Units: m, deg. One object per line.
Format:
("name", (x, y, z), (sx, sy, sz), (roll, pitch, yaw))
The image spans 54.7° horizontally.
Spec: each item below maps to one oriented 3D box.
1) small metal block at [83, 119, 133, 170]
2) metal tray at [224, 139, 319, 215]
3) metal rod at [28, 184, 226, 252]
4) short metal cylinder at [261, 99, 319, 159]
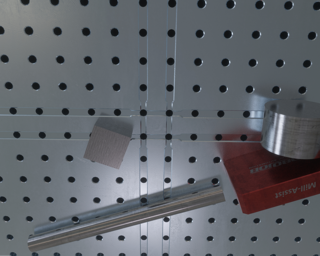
("small metal block", (-0.070, 0.022, 0.421), (0.050, 0.025, 0.050), (20, 109, -8))
("metal tray", (0.157, 0.057, 0.401), (0.131, 0.090, 0.030), (-18, 109, 6))
("metal rod", (-0.053, 0.136, 0.463), (0.301, 0.025, 0.025), (-16, 109, 5))
("short metal cylinder", (0.169, -0.001, 0.385), (0.081, 0.080, 0.050), (0, 110, 0))
